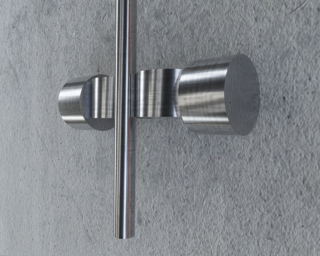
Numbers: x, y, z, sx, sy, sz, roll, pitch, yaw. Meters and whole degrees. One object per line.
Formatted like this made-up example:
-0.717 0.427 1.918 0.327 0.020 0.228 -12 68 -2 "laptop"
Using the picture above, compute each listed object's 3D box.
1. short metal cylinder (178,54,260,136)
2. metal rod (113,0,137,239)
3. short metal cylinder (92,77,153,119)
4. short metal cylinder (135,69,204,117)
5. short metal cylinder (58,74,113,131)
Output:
0.063 -0.033 0.319 0.050 0.081 0.080 1 91 40 "short metal cylinder"
-0.040 -0.024 0.359 0.025 0.025 0.298 1 91 40 "metal rod"
-0.049 -0.037 0.411 0.080 0.081 0.050 1 91 40 "short metal cylinder"
0.012 -0.037 0.360 0.080 0.081 0.050 1 91 40 "short metal cylinder"
-0.099 -0.036 0.452 0.050 0.081 0.080 1 91 40 "short metal cylinder"
